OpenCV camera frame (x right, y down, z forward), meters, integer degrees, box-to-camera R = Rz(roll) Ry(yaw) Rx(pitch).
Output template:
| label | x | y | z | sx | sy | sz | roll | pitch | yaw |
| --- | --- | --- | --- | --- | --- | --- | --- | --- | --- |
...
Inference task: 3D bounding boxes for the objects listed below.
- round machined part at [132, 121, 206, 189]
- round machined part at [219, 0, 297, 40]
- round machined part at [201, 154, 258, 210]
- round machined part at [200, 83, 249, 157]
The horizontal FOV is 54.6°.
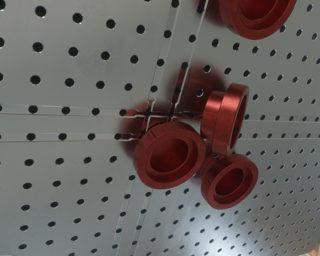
| label | x | y | z | sx | sy | sz | roll | pitch | yaw |
| --- | --- | --- | --- | --- | --- | --- | --- | --- | --- |
| round machined part | 0.009 | 0.033 | 0.423 | 0.099 | 0.042 | 0.097 | -13 | 125 | -19 |
| round machined part | 0.110 | -0.157 | 0.362 | 0.099 | 0.042 | 0.097 | -14 | 124 | -21 |
| round machined part | 0.109 | 0.083 | 0.510 | 0.099 | 0.042 | 0.097 | -14 | 124 | -21 |
| round machined part | 0.085 | -0.013 | 0.417 | 0.098 | 0.042 | 0.098 | 15 | 91 | -70 |
